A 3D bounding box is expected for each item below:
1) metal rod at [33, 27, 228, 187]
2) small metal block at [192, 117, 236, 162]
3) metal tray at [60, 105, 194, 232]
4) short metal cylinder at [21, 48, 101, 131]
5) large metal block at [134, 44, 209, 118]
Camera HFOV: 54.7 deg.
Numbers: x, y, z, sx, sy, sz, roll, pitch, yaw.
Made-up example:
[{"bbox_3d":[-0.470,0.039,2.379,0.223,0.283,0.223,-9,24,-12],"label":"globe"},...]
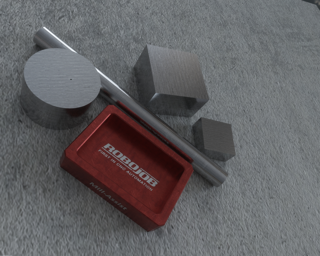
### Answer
[{"bbox_3d":[-0.036,-0.025,0.402,0.300,0.025,0.025,39,51,-3],"label":"metal rod"},{"bbox_3d":[0.076,0.017,0.438,0.050,0.025,0.050,12,57,-22],"label":"small metal block"},{"bbox_3d":[-0.035,0.044,0.358,0.130,0.030,0.090,38,51,-3],"label":"metal tray"},{"bbox_3d":[-0.114,-0.044,0.355,0.081,0.050,0.080,14,56,-21],"label":"short metal cylinder"},{"bbox_3d":[0.014,-0.064,0.437,0.081,0.050,0.080,4,60,-27],"label":"large metal block"}]
